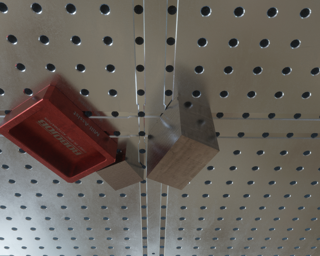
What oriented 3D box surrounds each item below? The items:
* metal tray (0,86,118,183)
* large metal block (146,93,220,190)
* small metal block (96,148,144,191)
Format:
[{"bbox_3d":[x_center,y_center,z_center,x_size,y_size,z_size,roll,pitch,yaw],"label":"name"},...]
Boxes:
[{"bbox_3d":[-0.132,0.015,0.418,0.090,0.030,0.130,-28,125,21],"label":"metal tray"},{"bbox_3d":[0.025,0.017,0.391,0.050,0.080,0.080,23,126,-19],"label":"large metal block"},{"bbox_3d":[-0.059,0.063,0.465,0.050,0.025,0.050,-23,127,18],"label":"small metal block"}]
